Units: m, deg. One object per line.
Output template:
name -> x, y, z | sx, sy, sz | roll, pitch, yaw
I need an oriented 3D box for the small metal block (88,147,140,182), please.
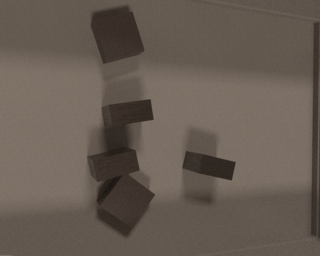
small metal block -> -0.058, 0.043, 0.377 | 0.050, 0.050, 0.025 | -13, 95, -20

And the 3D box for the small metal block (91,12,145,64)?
small metal block -> -0.053, -0.114, 0.391 | 0.050, 0.025, 0.050 | -20, 97, -19

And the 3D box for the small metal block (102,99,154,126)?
small metal block -> -0.041, -0.018, 0.383 | 0.050, 0.050, 0.025 | -10, 94, -20

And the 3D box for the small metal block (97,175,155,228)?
small metal block -> -0.043, 0.090, 0.396 | 0.050, 0.025, 0.050 | 40, 77, -16

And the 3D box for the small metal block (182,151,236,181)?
small metal block -> 0.066, 0.051, 0.423 | 0.050, 0.050, 0.025 | 15, 85, -20
